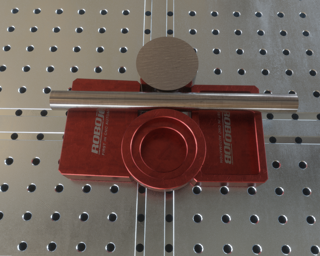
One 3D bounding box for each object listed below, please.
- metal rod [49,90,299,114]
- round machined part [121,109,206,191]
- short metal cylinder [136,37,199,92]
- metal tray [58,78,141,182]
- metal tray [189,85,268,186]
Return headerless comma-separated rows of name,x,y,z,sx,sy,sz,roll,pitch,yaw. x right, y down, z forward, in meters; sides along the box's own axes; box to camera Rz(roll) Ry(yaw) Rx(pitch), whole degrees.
metal rod,0.017,-0.032,0.387,0.302,0.025,0.025,1,70,0
round machined part,0.005,0.029,0.378,0.099,0.042,0.098,0,70,0
short metal cylinder,0.009,-0.076,0.422,0.081,0.050,0.080,0,70,0
metal tray,-0.073,0.001,0.403,0.091,0.030,0.130,3,70,1
metal tray,0.085,0.008,0.402,0.091,0.030,0.130,1,70,0
